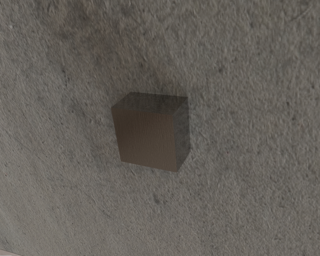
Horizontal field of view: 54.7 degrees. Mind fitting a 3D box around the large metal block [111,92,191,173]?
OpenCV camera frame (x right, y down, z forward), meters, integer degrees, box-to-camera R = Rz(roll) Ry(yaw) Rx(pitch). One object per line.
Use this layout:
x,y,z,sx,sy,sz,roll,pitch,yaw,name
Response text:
-0.009,0.003,0.396,0.080,0.050,0.079,8,122,23,large metal block
